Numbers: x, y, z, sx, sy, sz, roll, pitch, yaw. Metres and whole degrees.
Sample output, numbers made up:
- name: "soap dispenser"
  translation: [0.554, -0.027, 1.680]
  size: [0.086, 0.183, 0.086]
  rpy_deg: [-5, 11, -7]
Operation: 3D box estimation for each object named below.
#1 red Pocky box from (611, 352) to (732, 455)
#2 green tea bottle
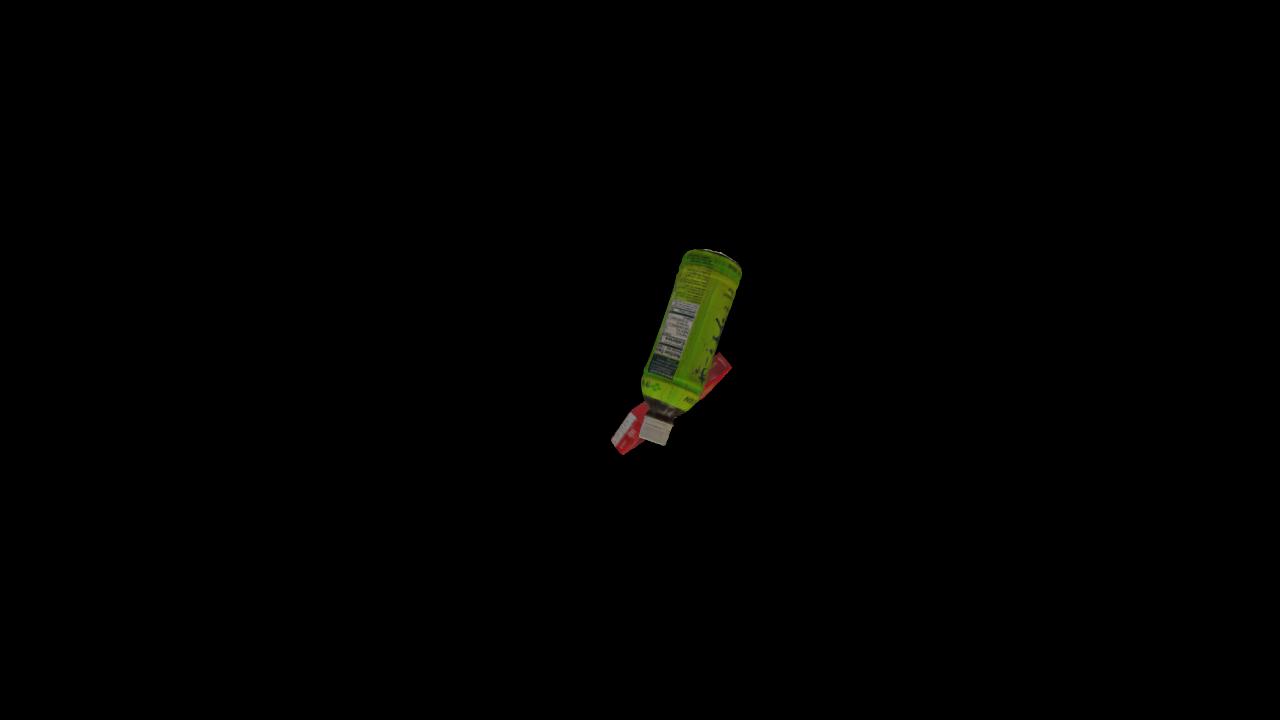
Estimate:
- name: "red Pocky box"
  translation: [0.039, 0.051, 0.739]
  size: [0.155, 0.028, 0.083]
  rpy_deg: [-31, -16, -34]
- name: "green tea bottle"
  translation: [0.046, -0.012, 0.665]
  size: [0.073, 0.212, 0.073]
  rpy_deg: [21, -7, 3]
